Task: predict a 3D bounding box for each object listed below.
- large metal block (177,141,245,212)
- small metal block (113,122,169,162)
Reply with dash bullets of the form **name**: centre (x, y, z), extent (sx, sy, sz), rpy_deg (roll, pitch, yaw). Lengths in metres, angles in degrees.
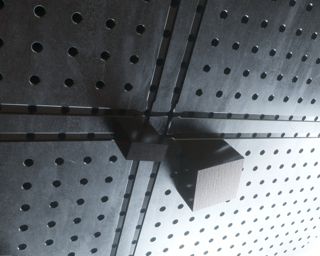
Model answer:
- **large metal block**: centre (0.077, 0.074, 0.483), extent (0.081, 0.050, 0.079), rpy_deg (-11, 123, -23)
- **small metal block**: centre (-0.025, 0.017, 0.392), extent (0.050, 0.050, 0.025), rpy_deg (7, 115, -32)
